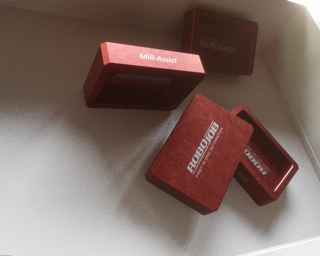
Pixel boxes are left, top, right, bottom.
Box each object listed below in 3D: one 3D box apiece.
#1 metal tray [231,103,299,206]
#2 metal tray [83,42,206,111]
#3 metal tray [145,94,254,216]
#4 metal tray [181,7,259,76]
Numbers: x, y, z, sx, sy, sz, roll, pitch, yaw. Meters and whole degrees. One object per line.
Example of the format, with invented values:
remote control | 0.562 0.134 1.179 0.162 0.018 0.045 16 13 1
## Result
metal tray | 0.133 0.036 0.454 0.091 0.030 0.130 -35 81 -39
metal tray | -0.020 -0.059 0.390 0.131 0.090 0.030 0 62 -28
metal tray | 0.052 0.030 0.390 0.090 0.030 0.130 32 63 2
metal tray | 0.100 -0.138 0.511 0.131 0.030 0.089 2 97 -28
